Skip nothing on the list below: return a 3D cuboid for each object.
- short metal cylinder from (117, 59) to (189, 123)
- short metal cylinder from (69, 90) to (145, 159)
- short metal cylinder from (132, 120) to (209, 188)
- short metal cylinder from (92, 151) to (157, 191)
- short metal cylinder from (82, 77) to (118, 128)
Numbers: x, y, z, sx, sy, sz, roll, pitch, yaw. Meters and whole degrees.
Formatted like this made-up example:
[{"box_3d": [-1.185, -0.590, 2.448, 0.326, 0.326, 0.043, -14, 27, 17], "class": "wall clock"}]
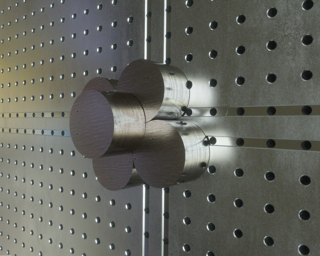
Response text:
[{"box_3d": [-0.010, -0.045, 0.398, 0.080, 0.050, 0.079, 0, 90, 39], "class": "short metal cylinder"}, {"box_3d": [-0.065, -0.005, 0.377, 0.080, 0.050, 0.079, 2, 92, 39], "class": "short metal cylinder"}, {"box_3d": [0.013, 0.030, 0.380, 0.080, 0.050, 0.079, 0, 90, 39], "class": "short metal cylinder"}, {"box_3d": [-0.048, 0.043, 0.430, 0.080, 0.050, 0.079, 0, 90, 39], "class": "short metal cylinder"}, {"box_3d": [-0.071, -0.031, 0.449, 0.080, 0.050, 0.079, 0, 90, 39], "class": "short metal cylinder"}]
